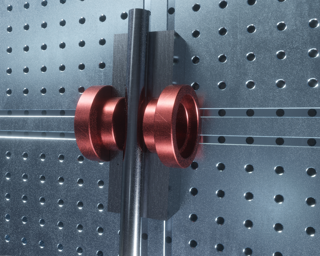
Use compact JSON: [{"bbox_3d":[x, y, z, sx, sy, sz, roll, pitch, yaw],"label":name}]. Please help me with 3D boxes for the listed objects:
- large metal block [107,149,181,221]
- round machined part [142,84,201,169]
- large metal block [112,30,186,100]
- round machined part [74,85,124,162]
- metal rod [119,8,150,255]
[{"bbox_3d":[-0.019,0.069,0.405,0.080,0.050,0.079,3,91,20],"label":"large metal block"},{"bbox_3d":[0.013,-0.002,0.369,0.042,0.098,0.097,2,91,25],"label":"round machined part"},{"bbox_3d":[-0.014,-0.078,0.404,0.080,0.050,0.079,2,91,20],"label":"large metal block"},{"bbox_3d":[-0.062,-0.006,0.395,0.042,0.098,0.097,2,91,20],"label":"round machined part"},{"bbox_3d":[-0.031,0.011,0.370,0.025,0.025,0.298,3,91,20],"label":"metal rod"}]
